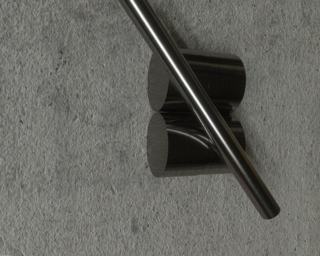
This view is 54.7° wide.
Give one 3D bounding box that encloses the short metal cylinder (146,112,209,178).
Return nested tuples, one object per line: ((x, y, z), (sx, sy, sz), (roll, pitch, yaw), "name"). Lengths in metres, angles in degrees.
((0.019, 0.021, 0.388), (0.050, 0.080, 0.079), (1, 90, -20), "short metal cylinder")

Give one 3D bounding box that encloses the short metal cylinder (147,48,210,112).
((0.020, -0.060, 0.389), (0.050, 0.080, 0.079), (1, 90, -20), "short metal cylinder")

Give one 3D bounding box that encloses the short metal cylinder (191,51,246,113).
((0.067, -0.059, 0.406), (0.050, 0.080, 0.079), (1, 90, -20), "short metal cylinder")

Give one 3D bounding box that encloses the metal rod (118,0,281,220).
((0.050, -0.018, 0.344), (0.025, 0.025, 0.299), (-38, 103, -16), "metal rod")

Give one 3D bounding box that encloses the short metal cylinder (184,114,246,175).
((0.067, 0.021, 0.406), (0.050, 0.080, 0.079), (1, 90, -20), "short metal cylinder")
